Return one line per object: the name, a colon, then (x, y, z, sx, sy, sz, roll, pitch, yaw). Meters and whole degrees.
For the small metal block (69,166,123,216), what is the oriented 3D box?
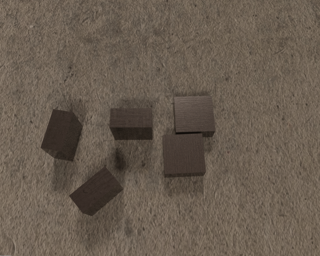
small metal block: (-0.073, 0.076, 0.366, 0.050, 0.050, 0.025, -40, 75, -13)

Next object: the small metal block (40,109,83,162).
small metal block: (-0.122, 0.010, 0.390, 0.025, 0.050, 0.050, 10, 70, 3)

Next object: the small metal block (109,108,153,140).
small metal block: (-0.035, -0.004, 0.396, 0.050, 0.050, 0.025, 0, 70, -1)

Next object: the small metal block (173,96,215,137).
small metal block: (0.045, -0.015, 0.414, 0.050, 0.025, 0.050, -2, 70, -1)

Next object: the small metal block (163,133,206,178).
small metal block: (0.030, 0.035, 0.396, 0.050, 0.025, 0.050, -2, 70, -2)
